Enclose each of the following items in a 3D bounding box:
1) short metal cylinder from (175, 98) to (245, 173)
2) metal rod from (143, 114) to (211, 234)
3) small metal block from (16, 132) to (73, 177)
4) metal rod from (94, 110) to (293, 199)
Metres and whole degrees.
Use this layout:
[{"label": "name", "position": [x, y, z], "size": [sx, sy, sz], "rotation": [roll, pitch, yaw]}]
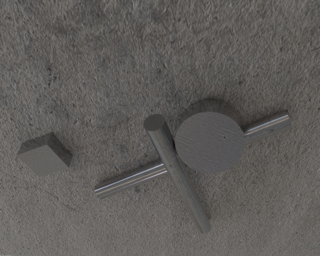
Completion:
[{"label": "short metal cylinder", "position": [0.062, 0.009, 0.383], "size": [0.080, 0.050, 0.079], "rotation": [4, 113, 9]}, {"label": "metal rod", "position": [0.037, 0.087, 0.453], "size": [0.025, 0.025, 0.299], "rotation": [-13, 138, 11]}, {"label": "small metal block", "position": [-0.162, 0.039, 0.439], "size": [0.050, 0.025, 0.050], "rotation": [-19, 128, 15]}, {"label": "metal rod", "position": [0.035, 0.044, 0.445], "size": [0.300, 0.025, 0.025], "rotation": [-23, 127, 18]}]
